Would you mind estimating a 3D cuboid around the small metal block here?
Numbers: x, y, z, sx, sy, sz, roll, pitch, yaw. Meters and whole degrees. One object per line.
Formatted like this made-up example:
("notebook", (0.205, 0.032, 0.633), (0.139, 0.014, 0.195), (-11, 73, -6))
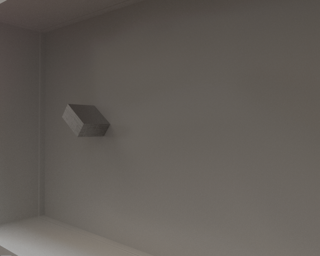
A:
("small metal block", (-0.115, -0.012, 0.483), (0.050, 0.050, 0.025), (45, 117, 30))
